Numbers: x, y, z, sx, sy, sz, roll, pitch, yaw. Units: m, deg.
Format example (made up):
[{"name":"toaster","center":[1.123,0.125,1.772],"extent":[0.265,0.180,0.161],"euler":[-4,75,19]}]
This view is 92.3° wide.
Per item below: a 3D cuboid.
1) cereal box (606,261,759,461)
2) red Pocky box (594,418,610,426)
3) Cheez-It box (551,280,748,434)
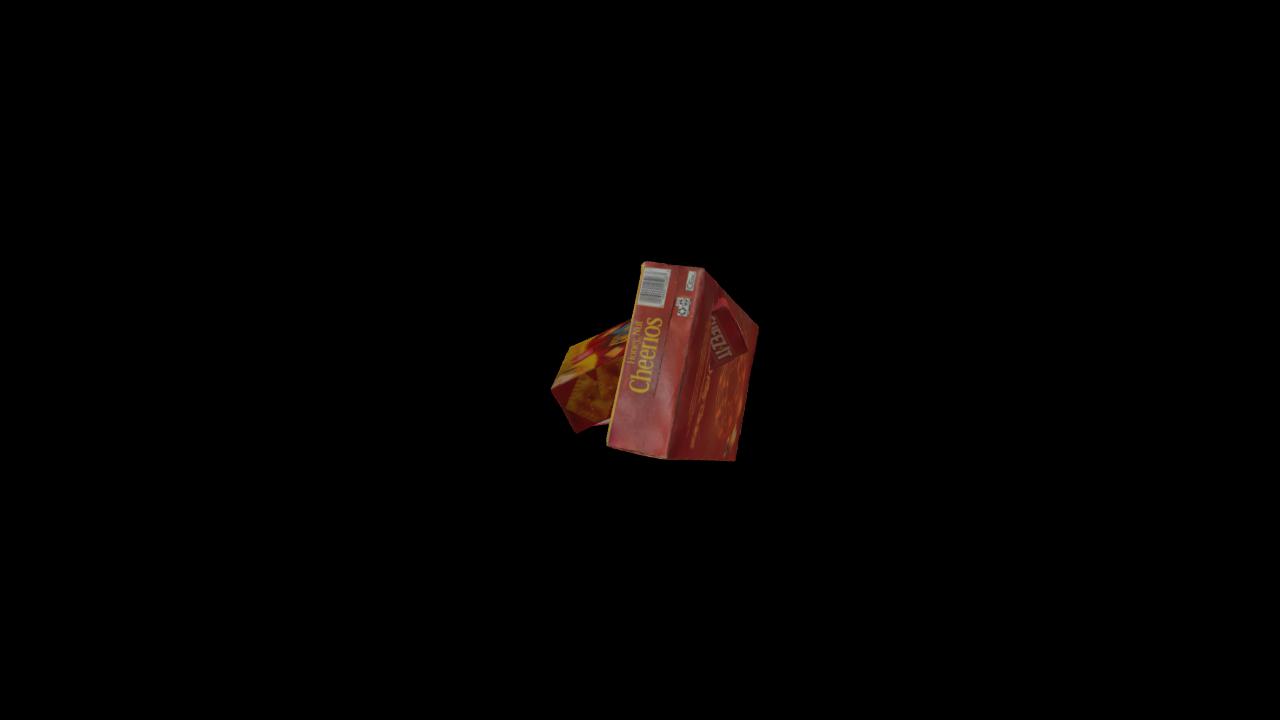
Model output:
[{"name":"cereal box","center":[0.069,0.020,0.763],"extent":[0.081,0.203,0.306],"euler":[9,-5,22]},{"name":"red Pocky box","center":[0.008,0.054,0.755],"extent":[0.155,0.028,0.083],"euler":[-10,4,20]},{"name":"Cheez-It box","center":[0.012,-0.012,0.755],"extent":[0.223,0.071,0.166],"euler":[-26,15,9]}]
